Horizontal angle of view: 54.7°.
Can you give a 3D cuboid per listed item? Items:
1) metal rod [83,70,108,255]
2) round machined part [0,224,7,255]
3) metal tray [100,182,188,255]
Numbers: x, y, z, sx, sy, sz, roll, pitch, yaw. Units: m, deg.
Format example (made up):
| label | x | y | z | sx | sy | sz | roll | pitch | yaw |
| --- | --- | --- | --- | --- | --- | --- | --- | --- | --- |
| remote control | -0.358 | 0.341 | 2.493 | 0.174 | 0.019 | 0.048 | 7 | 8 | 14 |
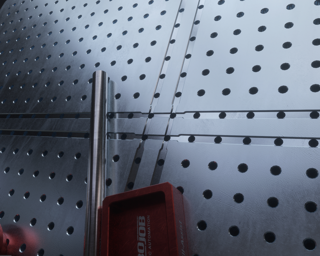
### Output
| label | x | y | z | sx | sy | sz | roll | pitch | yaw |
| --- | --- | --- | --- | --- | --- | --- | --- | --- | --- |
| metal rod | -0.087 | 0.037 | 0.430 | 0.025 | 0.025 | 0.299 | -18 | 55 | 18 |
| round machined part | -0.253 | 0.171 | 0.425 | 0.098 | 0.042 | 0.098 | -13 | 56 | 21 |
| metal tray | -0.018 | 0.131 | 0.333 | 0.090 | 0.030 | 0.130 | -17 | 55 | 18 |
